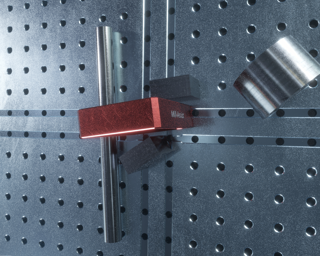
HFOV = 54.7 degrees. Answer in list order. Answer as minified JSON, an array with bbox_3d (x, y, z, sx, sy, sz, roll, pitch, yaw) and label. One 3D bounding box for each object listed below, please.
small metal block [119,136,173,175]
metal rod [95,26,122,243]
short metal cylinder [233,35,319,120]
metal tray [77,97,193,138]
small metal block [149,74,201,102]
[{"bbox_3d":[-0.018,0.034,0.405,0.050,0.050,0.025,-34,79,17],"label":"small metal block"},{"bbox_3d":[-0.073,0.008,0.438,0.025,0.025,0.298,-3,89,20],"label":"metal rod"},{"bbox_3d":[0.128,-0.053,0.338,0.080,0.080,0.050,-41,77,15],"label":"short metal cylinder"},{"bbox_3d":[-0.022,-0.010,0.364,0.090,0.130,0.030,-8,88,20],"label":"metal tray"},{"bbox_3d":[0.020,-0.048,0.392,0.050,0.050,0.025,-6,88,20],"label":"small metal block"}]
